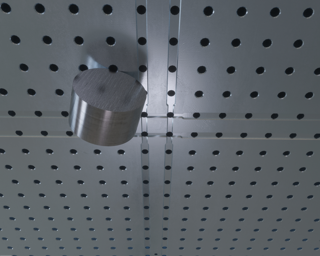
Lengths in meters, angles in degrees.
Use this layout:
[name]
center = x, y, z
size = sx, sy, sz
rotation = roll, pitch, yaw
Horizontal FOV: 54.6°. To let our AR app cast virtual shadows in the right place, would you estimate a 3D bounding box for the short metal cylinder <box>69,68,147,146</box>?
[short metal cylinder]
center = -0.060, -0.025, 0.354
size = 0.080, 0.080, 0.050
rotation = 12, 129, -10
